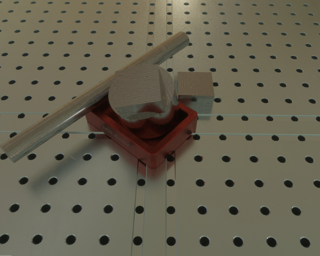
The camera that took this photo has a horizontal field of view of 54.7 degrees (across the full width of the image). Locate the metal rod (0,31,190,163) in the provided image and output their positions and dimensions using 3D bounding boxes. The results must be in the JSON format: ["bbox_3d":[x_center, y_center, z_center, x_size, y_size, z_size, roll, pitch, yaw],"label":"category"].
[{"bbox_3d":[-0.066,-0.055,0.413,0.025,0.025,0.302,36,58,26],"label":"metal rod"}]

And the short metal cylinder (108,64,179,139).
[{"bbox_3d":[-0.018,-0.033,0.390,0.080,0.050,0.080,-5,62,9],"label":"short metal cylinder"}]

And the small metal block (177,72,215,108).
[{"bbox_3d":[0.051,-0.056,0.455,0.050,0.025,0.050,1,50,1],"label":"small metal block"}]

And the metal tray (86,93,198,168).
[{"bbox_3d":[-0.027,-0.016,0.417,0.130,0.030,0.090,34,57,25],"label":"metal tray"}]

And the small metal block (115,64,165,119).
[{"bbox_3d":[-0.023,-0.041,0.352,0.050,0.025,0.050,-8,61,7],"label":"small metal block"}]
